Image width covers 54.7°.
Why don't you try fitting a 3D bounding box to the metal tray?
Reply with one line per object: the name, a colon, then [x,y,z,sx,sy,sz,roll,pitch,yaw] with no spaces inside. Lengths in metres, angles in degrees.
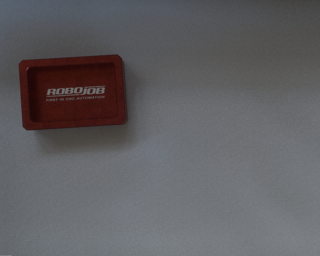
metal tray: [-0.111,-0.045,0.407,0.131,0.030,0.089,-4,90,-1]
